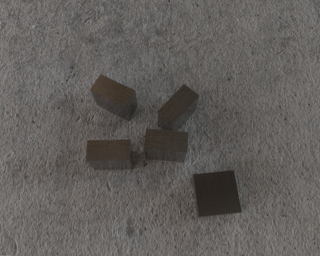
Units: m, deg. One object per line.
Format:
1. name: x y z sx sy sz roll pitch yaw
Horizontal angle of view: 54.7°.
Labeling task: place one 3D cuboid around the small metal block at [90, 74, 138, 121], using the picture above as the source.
1. small metal block: -0.059 -0.039 0.408 0.050 0.050 0.025 26 72 9

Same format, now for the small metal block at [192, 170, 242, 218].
1. small metal block: 0.068 0.081 0.379 0.050 0.025 0.050 -5 70 -2

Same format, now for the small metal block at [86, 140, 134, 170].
1. small metal block: -0.060 0.034 0.382 0.050 0.050 0.025 -1 70 0

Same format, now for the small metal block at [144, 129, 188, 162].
1. small metal block: 0.007 0.023 0.386 0.050 0.050 0.025 5 70 2

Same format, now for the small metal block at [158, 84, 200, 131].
1. small metal block: 0.023 -0.022 0.403 0.025 0.050 0.050 39 75 13
